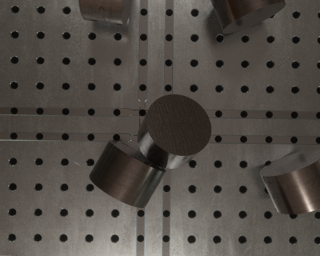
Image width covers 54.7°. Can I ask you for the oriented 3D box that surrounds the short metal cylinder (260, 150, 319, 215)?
[{"bbox_3d":[0.174,0.066,0.388,0.080,0.080,0.050,-24,90,0],"label":"short metal cylinder"}]

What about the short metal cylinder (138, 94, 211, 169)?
[{"bbox_3d":[0.016,0.005,0.385,0.081,0.050,0.080,7,64,-14],"label":"short metal cylinder"}]

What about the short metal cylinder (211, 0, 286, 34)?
[{"bbox_3d":[0.108,-0.160,0.387,0.080,0.080,0.050,-20,90,0],"label":"short metal cylinder"}]

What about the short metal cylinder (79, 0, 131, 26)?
[{"bbox_3d":[-0.065,-0.172,0.385,0.050,0.080,0.080,9,90,0],"label":"short metal cylinder"}]

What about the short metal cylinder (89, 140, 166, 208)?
[{"bbox_3d":[-0.040,0.056,0.385,0.080,0.080,0.050,30,90,-1],"label":"short metal cylinder"}]
